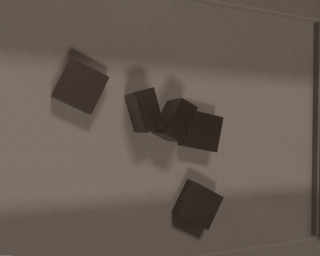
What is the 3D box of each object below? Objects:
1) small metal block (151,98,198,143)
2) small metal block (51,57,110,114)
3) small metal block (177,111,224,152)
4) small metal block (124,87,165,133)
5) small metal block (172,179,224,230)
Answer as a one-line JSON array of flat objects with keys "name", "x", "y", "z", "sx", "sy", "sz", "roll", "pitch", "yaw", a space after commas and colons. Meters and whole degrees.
[{"name": "small metal block", "x": 0.018, "y": -0.010, "z": 0.405, "sx": 0.025, "sy": 0.050, "sz": 0.050, "roll": 29, "pitch": 80, "yaw": -18}, {"name": "small metal block", "x": -0.097, "y": -0.050, "z": 0.375, "sx": 0.050, "sy": 0.025, "sz": 0.050, "roll": 26, "pitch": 81, "yaw": -19}, {"name": "small metal block", "x": 0.056, "y": 0.005, "z": 0.433, "sx": 0.050, "sy": 0.025, "sz": 0.050, "roll": 12, "pitch": 86, "yaw": -20}, {"name": "small metal block", "x": -0.021, "y": -0.022, "z": 0.390, "sx": 0.025, "sy": 0.050, "sz": 0.050, "roll": -17, "pitch": 96, "yaw": -20}, {"name": "small metal block", "x": 0.053, "y": 0.106, "z": 0.432, "sx": 0.050, "sy": 0.025, "sz": 0.050, "roll": 31, "pitch": 80, "yaw": -18}]
